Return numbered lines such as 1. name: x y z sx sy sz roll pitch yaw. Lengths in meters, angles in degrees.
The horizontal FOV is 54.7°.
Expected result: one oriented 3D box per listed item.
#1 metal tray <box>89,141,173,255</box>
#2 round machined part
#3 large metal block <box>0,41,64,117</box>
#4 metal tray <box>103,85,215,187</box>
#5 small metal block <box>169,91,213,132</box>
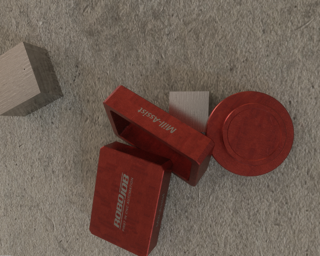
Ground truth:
1. metal tray: -0.040 0.092 0.405 0.090 0.030 0.129 16 106 21
2. round machined part: 0.102 0.007 0.351 0.099 0.042 0.097 0 90 4
3. large metal block: -0.205 -0.070 0.466 0.080 0.050 0.080 -24 82 18
4. metal tray: -0.002 0.012 0.373 0.130 0.090 0.030 32 69 16
5. small metal block: 0.039 -0.020 0.395 0.050 0.025 0.050 2 91 19
